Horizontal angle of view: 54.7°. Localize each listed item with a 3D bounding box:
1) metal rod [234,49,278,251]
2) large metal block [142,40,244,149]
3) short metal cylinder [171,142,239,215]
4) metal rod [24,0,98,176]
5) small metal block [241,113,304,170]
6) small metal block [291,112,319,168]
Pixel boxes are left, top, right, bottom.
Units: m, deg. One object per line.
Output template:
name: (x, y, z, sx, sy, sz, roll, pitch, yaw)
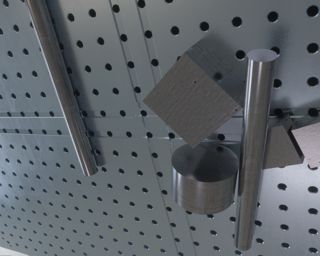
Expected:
metal rod: (0.104, 0.053, 0.359, 0.025, 0.025, 0.298, 11, 132, 22)
large metal block: (0.042, -0.037, 0.350, 0.080, 0.050, 0.080, 43, 129, -2)
short metal cylinder: (0.054, 0.060, 0.384, 0.080, 0.080, 0.050, 12, 124, 21)
metal rod: (-0.140, -0.058, 0.448, 0.025, 0.025, 0.298, 4, 120, 26)
small metal block: (0.128, 0.017, 0.350, 0.050, 0.025, 0.050, -19, 109, 43)
small metal block: (0.175, 0.010, 0.325, 0.050, 0.025, 0.050, -22, 107, 36)
